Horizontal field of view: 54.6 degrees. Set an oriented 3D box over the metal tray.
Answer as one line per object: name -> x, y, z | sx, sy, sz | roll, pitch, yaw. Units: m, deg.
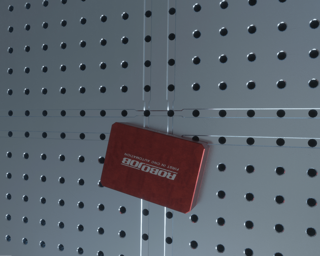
metal tray -> -0.009, 0.049, 0.414 | 0.130, 0.030, 0.090 | 14, 95, 19
